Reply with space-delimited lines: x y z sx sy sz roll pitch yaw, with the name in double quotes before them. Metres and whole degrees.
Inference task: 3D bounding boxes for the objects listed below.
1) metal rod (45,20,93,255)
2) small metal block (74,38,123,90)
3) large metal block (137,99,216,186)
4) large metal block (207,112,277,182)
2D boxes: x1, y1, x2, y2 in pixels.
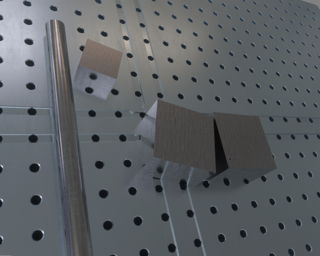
"metal rod" -0.107 -0.004 0.352 0.025 0.025 0.299 0 62 -28
"small metal block" -0.082 -0.085 0.416 0.050 0.025 0.050 19 54 -18
"large metal block" 0.021 0.020 0.391 0.081 0.050 0.080 16 55 -19
"large metal block" 0.103 0.028 0.430 0.081 0.050 0.080 4 60 -26
